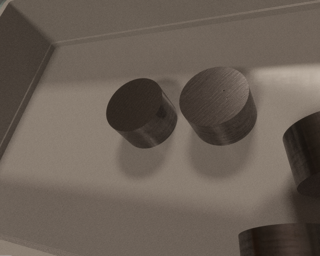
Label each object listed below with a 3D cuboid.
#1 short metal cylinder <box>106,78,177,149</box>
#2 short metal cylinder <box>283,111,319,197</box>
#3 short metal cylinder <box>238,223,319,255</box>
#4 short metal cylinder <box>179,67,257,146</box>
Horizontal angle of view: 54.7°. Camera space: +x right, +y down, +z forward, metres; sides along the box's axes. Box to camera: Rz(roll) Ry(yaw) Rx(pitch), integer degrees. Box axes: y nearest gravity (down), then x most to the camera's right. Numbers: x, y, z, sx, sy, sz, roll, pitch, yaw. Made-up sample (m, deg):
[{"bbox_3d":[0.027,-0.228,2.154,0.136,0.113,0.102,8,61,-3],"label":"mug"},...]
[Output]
[{"bbox_3d":[-0.024,-0.019,0.412,0.080,0.050,0.080,-13,56,20],"label":"short metal cylinder"},{"bbox_3d":[0.157,0.024,0.274,0.080,0.080,0.050,-15,56,19],"label":"short metal cylinder"},{"bbox_3d":[0.106,0.111,0.247,0.080,0.080,0.050,-12,57,21],"label":"short metal cylinder"},{"bbox_3d":[0.070,-0.026,0.368,0.080,0.050,0.080,-13,56,20],"label":"short metal cylinder"}]
